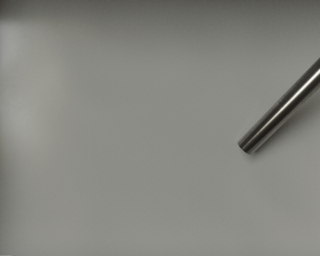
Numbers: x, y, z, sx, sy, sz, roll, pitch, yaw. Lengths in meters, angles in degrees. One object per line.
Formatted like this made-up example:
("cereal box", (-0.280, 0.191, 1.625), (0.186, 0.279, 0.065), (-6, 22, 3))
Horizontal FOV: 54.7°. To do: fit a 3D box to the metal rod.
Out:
("metal rod", (0.198, -0.079, 0.353), (0.025, 0.025, 0.298), (38, 115, -1))
